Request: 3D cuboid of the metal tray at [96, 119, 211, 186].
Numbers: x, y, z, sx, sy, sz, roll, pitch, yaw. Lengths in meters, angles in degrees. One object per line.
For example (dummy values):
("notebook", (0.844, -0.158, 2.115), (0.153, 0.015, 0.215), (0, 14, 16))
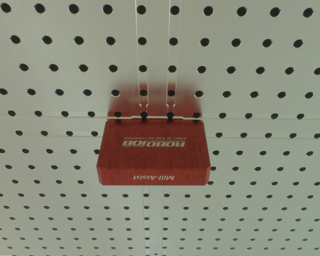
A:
("metal tray", (-0.007, 0.028, 0.392), (0.131, 0.090, 0.030), (0, 130, 0))
